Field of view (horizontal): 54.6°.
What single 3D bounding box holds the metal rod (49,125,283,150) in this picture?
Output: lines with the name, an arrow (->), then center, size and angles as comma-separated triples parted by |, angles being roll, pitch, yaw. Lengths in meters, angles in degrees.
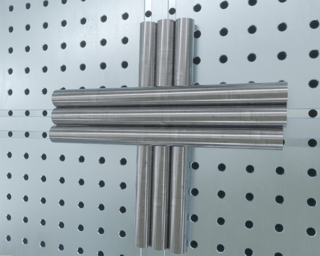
metal rod -> -0.007, 0.010, 0.389 | 0.301, 0.025, 0.025 | 1, 90, 20

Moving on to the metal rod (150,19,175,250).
metal rod -> 0.004, 0.009, 0.412 | 0.025, 0.025, 0.298 | 2, 91, 20

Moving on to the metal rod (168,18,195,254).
metal rod -> 0.028, 0.010, 0.403 | 0.025, 0.025, 0.298 | 2, 91, 20

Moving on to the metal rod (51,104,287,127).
metal rod -> -0.004, -0.015, 0.388 | 0.301, 0.025, 0.025 | 1, 90, 20

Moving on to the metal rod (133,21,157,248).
metal rod -> -0.019, 0.009, 0.420 | 0.025, 0.025, 0.298 | 2, 91, 20

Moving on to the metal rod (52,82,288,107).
metal rod -> -0.003, -0.040, 0.387 | 0.301, 0.025, 0.025 | 1, 90, 20
